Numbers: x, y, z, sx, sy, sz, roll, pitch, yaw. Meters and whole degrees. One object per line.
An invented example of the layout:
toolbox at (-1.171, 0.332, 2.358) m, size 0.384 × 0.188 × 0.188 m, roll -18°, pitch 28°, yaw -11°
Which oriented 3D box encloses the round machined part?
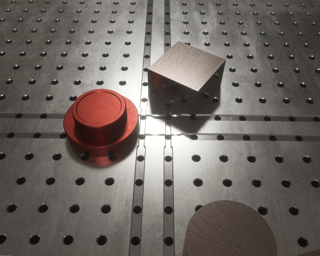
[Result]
round machined part at (-0.077, -0.014, 0.407) m, size 0.099 × 0.042 × 0.098 m, roll 0°, pitch 50°, yaw 0°

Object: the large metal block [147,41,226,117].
large metal block at (0.038, -0.074, 0.454) m, size 0.080 × 0.050 × 0.080 m, roll 28°, pitch 55°, yaw 21°

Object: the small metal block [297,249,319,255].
small metal block at (0.161, 0.142, 0.290) m, size 0.050 × 0.025 × 0.050 m, roll -10°, pitch 51°, yaw -9°

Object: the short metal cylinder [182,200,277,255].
short metal cylinder at (0.063, 0.117, 0.294) m, size 0.081 × 0.050 × 0.080 m, roll 0°, pitch 50°, yaw 0°
